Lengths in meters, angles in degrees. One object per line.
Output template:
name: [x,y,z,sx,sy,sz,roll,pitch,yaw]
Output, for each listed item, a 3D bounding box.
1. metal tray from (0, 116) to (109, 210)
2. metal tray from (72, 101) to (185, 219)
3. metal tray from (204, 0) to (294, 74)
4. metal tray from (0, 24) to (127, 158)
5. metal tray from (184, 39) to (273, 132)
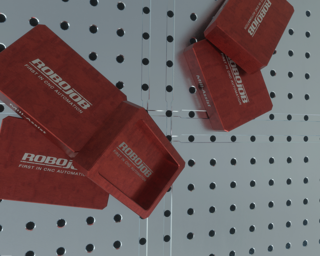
metal tray: [-0.121,0.042,0.365,0.131,0.030,0.090,12,86,-20]
metal tray: [-0.028,0.042,0.363,0.090,0.030,0.130,-52,138,-14]
metal tray: [0.128,-0.150,0.435,0.090,0.030,0.130,37,64,-10]
metal tray: [-0.114,-0.041,0.346,0.130,0.030,0.090,41,63,-7]
metal tray: [0.100,-0.070,0.446,0.091,0.030,0.129,-25,99,-18]
